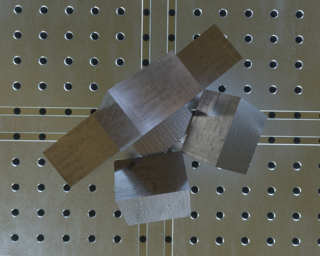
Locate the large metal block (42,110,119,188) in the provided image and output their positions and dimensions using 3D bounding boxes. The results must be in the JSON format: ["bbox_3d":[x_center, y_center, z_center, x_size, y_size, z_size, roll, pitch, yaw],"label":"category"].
[{"bbox_3d":[-0.083,0.022,0.384,0.080,0.080,0.050,-38,90,0],"label":"large metal block"}]

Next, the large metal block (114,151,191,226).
[{"bbox_3d":[-0.007,0.076,0.379,0.080,0.080,0.050,-9,54,0],"label":"large metal block"}]

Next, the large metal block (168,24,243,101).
[{"bbox_3d":[0.046,-0.073,0.386,0.080,0.080,0.050,-39,91,0],"label":"large metal block"}]

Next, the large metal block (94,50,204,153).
[{"bbox_3d":[-0.015,-0.025,0.323,0.080,0.080,0.050,-37,90,-25],"label":"large metal block"}]

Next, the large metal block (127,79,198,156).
[{"bbox_3d":[-0.008,-0.011,0.402,0.080,0.050,0.080,-39,90,0],"label":"large metal block"}]

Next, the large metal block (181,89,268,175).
[{"bbox_3d":[0.080,0.007,0.379,0.050,0.080,0.080,21,90,41],"label":"large metal block"}]
